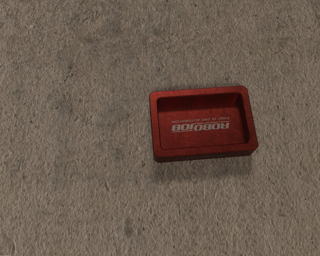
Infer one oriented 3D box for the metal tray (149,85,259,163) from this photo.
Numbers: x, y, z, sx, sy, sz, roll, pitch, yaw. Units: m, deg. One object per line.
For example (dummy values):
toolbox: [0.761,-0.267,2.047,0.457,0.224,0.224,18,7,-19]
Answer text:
metal tray: [0.054,-0.006,0.408,0.131,0.030,0.090,-4,70,-2]
